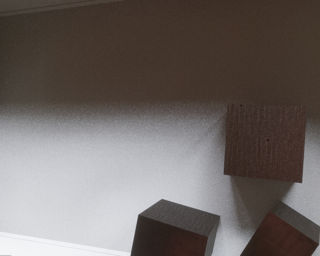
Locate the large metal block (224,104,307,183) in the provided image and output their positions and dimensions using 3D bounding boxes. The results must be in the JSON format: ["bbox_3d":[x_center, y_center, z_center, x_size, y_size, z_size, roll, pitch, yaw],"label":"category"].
[{"bbox_3d":[0.119,0.015,0.355,0.080,0.050,0.079,4,91,19],"label":"large metal block"}]

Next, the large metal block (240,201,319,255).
[{"bbox_3d":[0.125,0.131,0.333,0.050,0.080,0.080,34,101,26],"label":"large metal block"}]

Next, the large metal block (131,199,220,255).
[{"bbox_3d":[0.022,0.129,0.373,0.080,0.080,0.050,12,94,19],"label":"large metal block"}]
